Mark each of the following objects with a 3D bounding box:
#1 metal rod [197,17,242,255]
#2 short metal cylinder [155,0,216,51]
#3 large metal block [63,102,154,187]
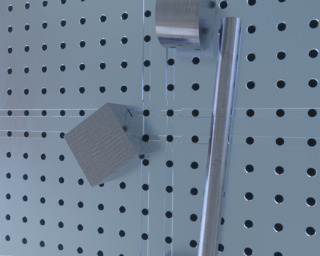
[{"bbox_3d":[0.074,0.016,0.386,0.025,0.025,0.298,6,92,20],"label":"metal rod"},{"bbox_3d":[0.033,-0.136,0.372,0.050,0.080,0.079,9,93,20],"label":"short metal cylinder"},{"bbox_3d":[-0.070,0.022,0.424,0.080,0.050,0.080,-35,79,16],"label":"large metal block"}]
